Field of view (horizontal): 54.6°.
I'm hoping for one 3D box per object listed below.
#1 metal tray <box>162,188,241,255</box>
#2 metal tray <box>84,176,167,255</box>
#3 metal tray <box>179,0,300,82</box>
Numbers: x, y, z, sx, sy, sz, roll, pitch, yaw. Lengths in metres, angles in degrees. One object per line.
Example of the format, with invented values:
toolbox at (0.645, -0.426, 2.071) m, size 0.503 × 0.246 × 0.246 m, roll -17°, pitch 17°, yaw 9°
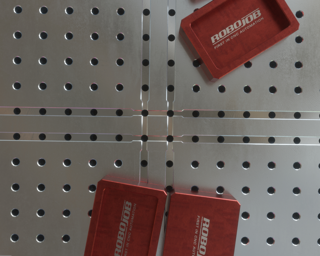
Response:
metal tray at (0.051, 0.152, 0.411) m, size 0.090 × 0.030 × 0.129 m, roll 8°, pitch 90°, yaw 0°
metal tray at (-0.046, 0.136, 0.410) m, size 0.090 × 0.030 × 0.129 m, roll 11°, pitch 90°, yaw 0°
metal tray at (0.103, -0.133, 0.411) m, size 0.130 × 0.030 × 0.090 m, roll -32°, pitch 90°, yaw 0°
